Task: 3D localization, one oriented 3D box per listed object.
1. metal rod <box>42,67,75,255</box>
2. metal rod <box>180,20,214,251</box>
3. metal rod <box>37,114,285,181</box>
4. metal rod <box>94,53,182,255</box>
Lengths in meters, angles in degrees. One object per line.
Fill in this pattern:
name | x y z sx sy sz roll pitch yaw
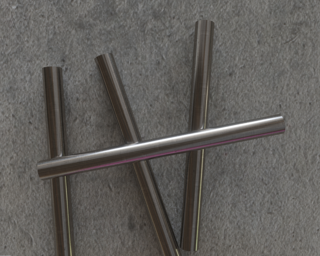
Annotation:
metal rod | -0.132 0.070 0.408 0.025 0.025 0.298 -4 90 -1
metal rod | 0.049 0.010 0.410 0.025 0.025 0.298 4 90 -1
metal rod | 0.002 0.024 0.383 0.302 0.025 0.025 -11 90 -1
metal rod | -0.026 0.047 0.409 0.025 0.025 0.298 -19 90 0
